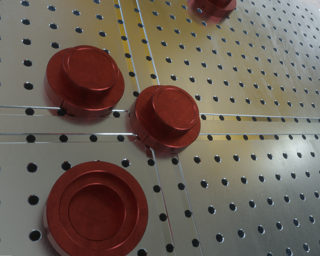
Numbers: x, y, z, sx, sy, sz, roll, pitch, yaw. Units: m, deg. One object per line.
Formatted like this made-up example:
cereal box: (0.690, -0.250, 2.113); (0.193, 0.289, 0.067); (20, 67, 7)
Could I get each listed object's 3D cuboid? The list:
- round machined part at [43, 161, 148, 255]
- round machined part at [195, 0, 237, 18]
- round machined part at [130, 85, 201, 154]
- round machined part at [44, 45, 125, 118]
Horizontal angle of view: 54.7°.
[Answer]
round machined part: (-0.065, 0.086, 0.311); (0.099, 0.042, 0.098); (14, 56, -21)
round machined part: (0.117, -0.277, 0.632); (0.099, 0.042, 0.098); (14, 56, -21)
round machined part: (0.013, -0.018, 0.417); (0.099, 0.042, 0.098); (14, 56, -21)
round machined part: (-0.091, -0.064, 0.389); (0.099, 0.042, 0.098); (14, 56, -21)
